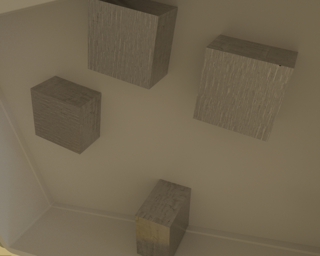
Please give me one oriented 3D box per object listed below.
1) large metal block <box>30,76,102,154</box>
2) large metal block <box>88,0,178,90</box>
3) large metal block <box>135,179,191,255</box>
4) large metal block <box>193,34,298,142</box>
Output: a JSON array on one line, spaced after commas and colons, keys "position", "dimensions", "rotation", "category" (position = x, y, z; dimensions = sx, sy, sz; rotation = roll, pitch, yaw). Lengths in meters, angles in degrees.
[{"position": [-0.135, -0.020, 0.452], "dimensions": [0.080, 0.050, 0.079], "rotation": [21, 126, 15], "category": "large metal block"}, {"position": [-0.032, -0.100, 0.348], "dimensions": [0.080, 0.050, 0.079], "rotation": [21, 126, 16], "category": "large metal block"}, {"position": [0.006, 0.136, 0.454], "dimensions": [0.050, 0.080, 0.079], "rotation": [14, 124, 21], "category": "large metal block"}, {"position": [0.086, -0.043, 0.321], "dimensions": [0.080, 0.050, 0.079], "rotation": [19, 126, 17], "category": "large metal block"}]
